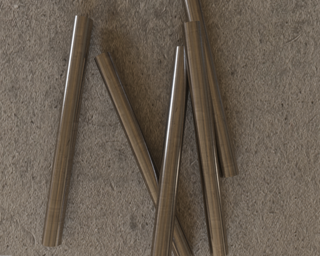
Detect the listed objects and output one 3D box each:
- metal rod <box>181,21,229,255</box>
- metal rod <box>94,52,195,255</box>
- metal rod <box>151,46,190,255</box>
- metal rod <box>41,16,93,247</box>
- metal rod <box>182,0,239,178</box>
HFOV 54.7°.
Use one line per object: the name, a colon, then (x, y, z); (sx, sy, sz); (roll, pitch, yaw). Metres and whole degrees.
metal rod: (0.059, 0.018, 0.397); (0.025, 0.025, 0.298); (-8, 95, 0)
metal rod: (-0.019, 0.043, 0.409); (0.025, 0.025, 0.299); (-22, 90, 0)
metal rod: (0.014, 0.043, 0.391); (0.025, 0.025, 0.298); (7, 82, 0)
metal rod: (-0.122, 0.004, 0.408); (0.025, 0.025, 0.298); (8, 90, 0)
metal rod: (0.061, -0.083, 0.410); (0.025, 0.025, 0.298); (-12, 90, 0)
